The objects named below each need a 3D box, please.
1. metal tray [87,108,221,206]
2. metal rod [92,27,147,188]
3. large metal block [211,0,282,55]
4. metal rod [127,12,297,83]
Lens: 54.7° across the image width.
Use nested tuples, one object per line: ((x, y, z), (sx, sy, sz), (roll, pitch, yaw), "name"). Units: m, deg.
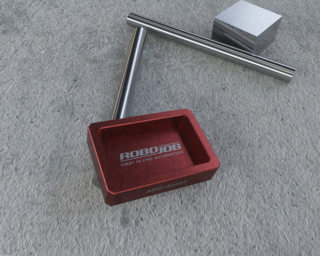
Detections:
((-0.009, 0.028, 0.355), (0.131, 0.030, 0.090), (-10, 55, -23), "metal tray")
((-0.050, -0.051, 0.445), (0.025, 0.025, 0.300), (5, 50, 3), "metal rod")
((0.146, -0.168, 0.530), (0.080, 0.050, 0.080), (35, 58, 25), "large metal block")
((0.074, -0.140, 0.521), (0.301, 0.025, 0.025), (25, 54, 19), "metal rod")
